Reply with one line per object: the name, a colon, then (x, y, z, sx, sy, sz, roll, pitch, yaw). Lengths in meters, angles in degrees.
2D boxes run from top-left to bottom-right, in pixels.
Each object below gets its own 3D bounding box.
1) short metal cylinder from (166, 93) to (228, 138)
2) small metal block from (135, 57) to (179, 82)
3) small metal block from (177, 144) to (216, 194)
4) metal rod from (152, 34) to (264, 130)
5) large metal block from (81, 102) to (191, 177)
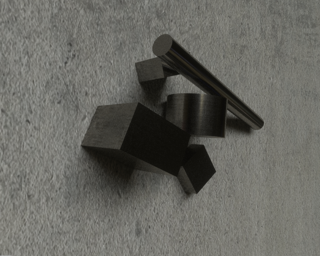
short metal cylinder: (0.048, -0.014, 0.411, 0.081, 0.080, 0.050, 7, 86, -40)
small metal block: (0.005, -0.077, 0.395, 0.050, 0.050, 0.025, -18, 102, -39)
small metal block: (0.049, 0.058, 0.449, 0.050, 0.025, 0.050, -41, 115, -32)
metal rod: (0.088, -0.047, 0.437, 0.301, 0.025, 0.025, 24, 74, -51)
large metal block: (-0.027, 0.014, 0.348, 0.080, 0.080, 0.050, 31, 71, -36)
